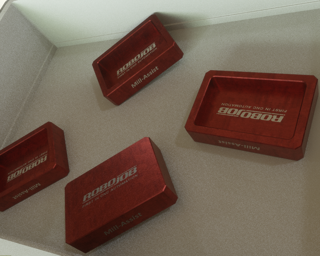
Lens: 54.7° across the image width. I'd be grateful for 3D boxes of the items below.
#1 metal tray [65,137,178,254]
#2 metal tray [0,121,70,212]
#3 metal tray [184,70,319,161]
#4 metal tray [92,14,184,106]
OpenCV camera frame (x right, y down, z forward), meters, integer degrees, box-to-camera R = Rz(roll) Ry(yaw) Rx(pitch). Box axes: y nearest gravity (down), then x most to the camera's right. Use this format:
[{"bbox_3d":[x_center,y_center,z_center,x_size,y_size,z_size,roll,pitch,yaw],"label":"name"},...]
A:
[{"bbox_3d":[-0.052,0.077,0.371,0.130,0.030,0.090,-31,40,8],"label":"metal tray"},{"bbox_3d":[-0.206,0.058,0.474,0.130,0.030,0.090,-29,52,9],"label":"metal tray"},{"bbox_3d":[0.104,-0.020,0.359,0.130,0.030,0.090,10,67,32],"label":"metal tray"},{"bbox_3d":[-0.038,-0.106,0.479,0.130,0.030,0.090,-35,51,11],"label":"metal tray"}]
